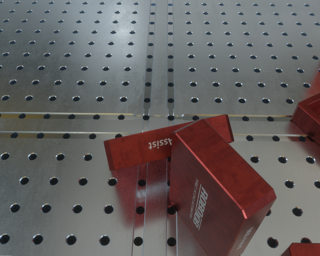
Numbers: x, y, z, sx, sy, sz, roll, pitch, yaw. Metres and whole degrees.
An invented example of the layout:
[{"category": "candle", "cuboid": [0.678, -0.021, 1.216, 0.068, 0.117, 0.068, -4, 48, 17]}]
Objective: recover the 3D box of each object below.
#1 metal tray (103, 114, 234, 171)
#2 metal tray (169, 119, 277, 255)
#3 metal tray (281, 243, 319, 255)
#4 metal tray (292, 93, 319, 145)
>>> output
[{"category": "metal tray", "cuboid": [0.005, 0.017, 0.350, 0.131, 0.090, 0.030, -12, 87, -10]}, {"category": "metal tray", "cuboid": [0.047, 0.065, 0.285, 0.030, 0.129, 0.090, -27, 55, -20]}, {"category": "metal tray", "cuboid": [0.165, 0.169, 0.264, 0.090, 0.030, 0.130, 1, 50, 1]}, {"category": "metal tray", "cuboid": [0.260, -0.017, 0.420, 0.131, 0.030, 0.090, -23, 54, -18]}]
